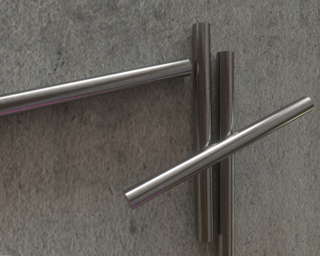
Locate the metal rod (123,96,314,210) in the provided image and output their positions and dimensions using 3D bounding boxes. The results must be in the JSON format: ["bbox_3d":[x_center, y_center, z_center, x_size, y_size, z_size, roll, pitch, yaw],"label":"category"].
[{"bbox_3d":[0.091,0.025,0.416,0.302,0.025,0.025,-25,99,-19],"label":"metal rod"}]

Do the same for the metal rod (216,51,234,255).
[{"bbox_3d":[0.094,0.041,0.445,0.025,0.025,0.298,0,90,-20],"label":"metal rod"}]

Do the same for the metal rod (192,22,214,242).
[{"bbox_3d":[0.060,0.006,0.432,0.025,0.025,0.298,-1,91,-20],"label":"metal rod"}]

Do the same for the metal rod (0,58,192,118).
[{"bbox_3d":[-0.100,-0.045,0.372,0.302,0.025,0.025,-15,96,-20],"label":"metal rod"}]
